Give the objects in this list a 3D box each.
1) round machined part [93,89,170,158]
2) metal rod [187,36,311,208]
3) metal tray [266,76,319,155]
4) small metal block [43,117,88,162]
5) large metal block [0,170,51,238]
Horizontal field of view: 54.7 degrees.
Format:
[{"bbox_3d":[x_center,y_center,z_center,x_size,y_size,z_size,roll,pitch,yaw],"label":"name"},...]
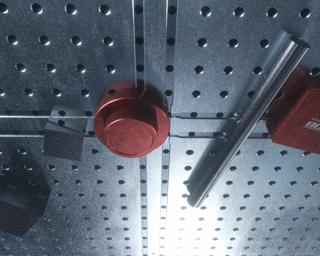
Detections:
[{"bbox_3d":[-0.037,0.001,0.401,0.099,0.042,0.097,-1,130,0],"label":"round machined part"},{"bbox_3d":[0.104,0.015,0.426,0.025,0.025,0.298,14,129,-12],"label":"metal rod"},{"bbox_3d":[0.221,-0.008,0.405,0.131,0.030,0.089,14,129,-13],"label":"metal tray"},{"bbox_3d":[-0.129,0.016,0.423,0.050,0.025,0.050,11,129,-10],"label":"small metal block"},{"bbox_3d":[-0.237,0.124,0.497,0.080,0.050,0.080,31,123,-24],"label":"large metal block"}]
